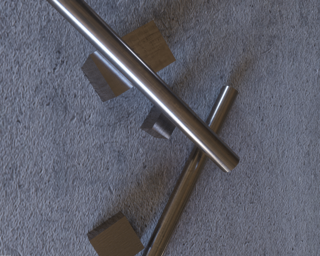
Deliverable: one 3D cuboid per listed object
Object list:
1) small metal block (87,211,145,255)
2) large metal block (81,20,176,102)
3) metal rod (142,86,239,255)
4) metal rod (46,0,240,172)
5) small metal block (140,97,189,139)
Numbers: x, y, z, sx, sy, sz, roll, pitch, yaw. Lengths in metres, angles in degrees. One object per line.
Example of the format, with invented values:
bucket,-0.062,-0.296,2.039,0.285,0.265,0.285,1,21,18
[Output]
small metal block,-0.056,0.142,0.390,0.050,0.025,0.050,-32,101,-17
large metal block,-0.040,-0.075,0.366,0.080,0.080,0.050,-34,102,-17
metal rod,0.036,0.077,0.423,0.025,0.025,0.299,30,80,-18
metal rod,-0.024,-0.058,0.315,0.300,0.025,0.025,43,76,-15
small metal block,0.004,-0.014,0.398,0.025,0.050,0.050,34,79,-17
